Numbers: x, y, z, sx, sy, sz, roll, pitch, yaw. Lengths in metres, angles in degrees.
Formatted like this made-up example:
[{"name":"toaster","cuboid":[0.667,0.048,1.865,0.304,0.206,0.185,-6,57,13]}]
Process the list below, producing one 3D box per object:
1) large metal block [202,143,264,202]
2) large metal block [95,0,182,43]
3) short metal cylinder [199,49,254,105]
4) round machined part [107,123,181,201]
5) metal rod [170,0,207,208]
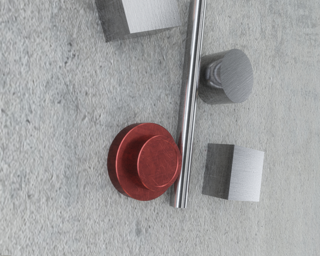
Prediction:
[{"name":"large metal block","cuboid":[0.117,0.070,0.489,0.081,0.050,0.080,14,81,-40]},{"name":"large metal block","cuboid":[-0.028,-0.151,0.366,0.081,0.050,0.079,-23,105,-38]},{"name":"short metal cylinder","cuboid":[0.098,-0.076,0.473,0.081,0.050,0.079,0,90,-40]},{"name":"round machined part","cuboid":[-0.012,0.042,0.385,0.099,0.042,0.097,0,90,-40]},{"name":"metal rod","cuboid":[0.041,-0.040,0.441,0.025,0.025,0.298,10,84,-40]}]
